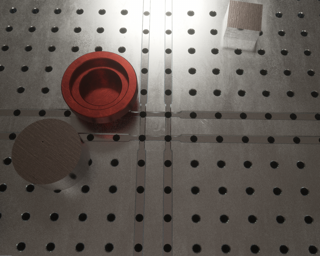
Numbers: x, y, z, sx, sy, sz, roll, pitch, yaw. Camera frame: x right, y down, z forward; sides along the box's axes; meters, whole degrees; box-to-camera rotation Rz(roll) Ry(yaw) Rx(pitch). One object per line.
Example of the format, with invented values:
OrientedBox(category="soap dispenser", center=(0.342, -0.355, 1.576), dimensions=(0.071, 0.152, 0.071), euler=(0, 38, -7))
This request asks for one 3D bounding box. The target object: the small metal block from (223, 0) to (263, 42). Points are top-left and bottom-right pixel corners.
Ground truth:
OrientedBox(category="small metal block", center=(0.127, -0.164, 0.473), dimensions=(0.050, 0.025, 0.050), euler=(9, 70, 3))

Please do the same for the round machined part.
OrientedBox(category="round machined part", center=(-0.079, -0.051, 0.421), dimensions=(0.099, 0.042, 0.098), euler=(0, 70, -1))

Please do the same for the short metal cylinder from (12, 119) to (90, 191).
OrientedBox(category="short metal cylinder", center=(-0.132, 0.034, 0.384), dimensions=(0.081, 0.050, 0.080), euler=(0, 70, 0))
